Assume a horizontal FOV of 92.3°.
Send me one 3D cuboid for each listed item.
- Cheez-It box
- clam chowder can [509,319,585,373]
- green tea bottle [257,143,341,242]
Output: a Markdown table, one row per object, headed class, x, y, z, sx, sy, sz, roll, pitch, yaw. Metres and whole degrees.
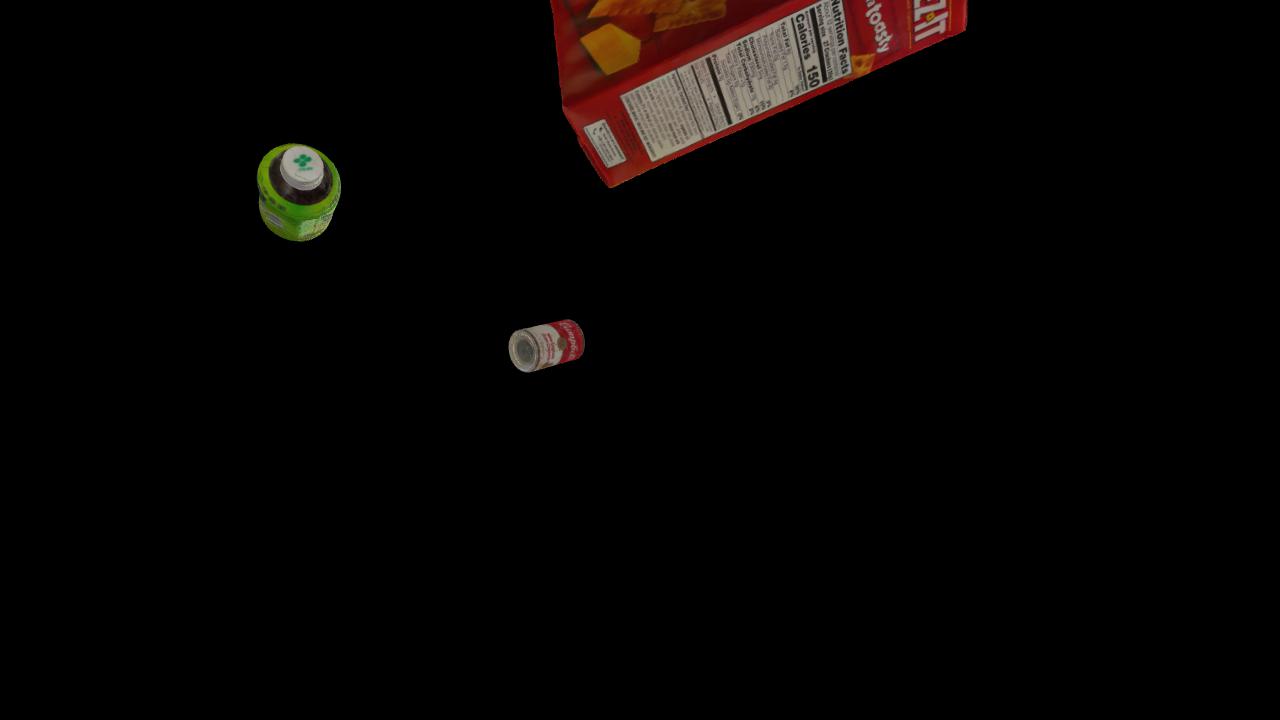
| class | x | y | z | sx | sy | sz | roll | pitch | yaw |
| --- | --- | --- | --- | --- | --- | --- | --- | --- | --- |
| Cheez-It box | 0.057 | -0.223 | 0.382 | 0.223 | 0.166 | 0.071 | -19 | -35 | 14 |
| clam chowder can | -0.144 | -0.023 | 0.952 | 0.068 | 0.068 | 0.102 | 0 | 11 | 39 |
| green tea bottle | -0.332 | -0.163 | 0.598 | 0.073 | 0.073 | 0.212 | 0 | 3 | -30 |
